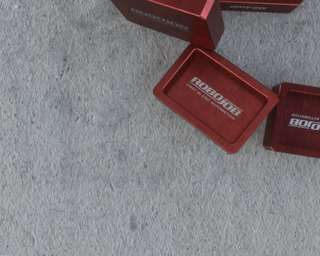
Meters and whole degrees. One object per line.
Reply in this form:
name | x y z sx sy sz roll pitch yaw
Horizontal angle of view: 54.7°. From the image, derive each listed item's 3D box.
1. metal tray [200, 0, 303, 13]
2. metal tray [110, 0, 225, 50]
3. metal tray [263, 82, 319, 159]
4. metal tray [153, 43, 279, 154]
metal tray | 0.119 -0.204 0.408 0.131 0.030 0.089 2 90 0
metal tray | 0.005 -0.139 0.359 0.130 0.090 0.030 25 90 18
metal tray | 0.211 -0.005 0.408 0.131 0.030 0.089 9 90 0
metal tray | 0.069 -0.039 0.394 0.130 0.030 0.090 38 90 11
